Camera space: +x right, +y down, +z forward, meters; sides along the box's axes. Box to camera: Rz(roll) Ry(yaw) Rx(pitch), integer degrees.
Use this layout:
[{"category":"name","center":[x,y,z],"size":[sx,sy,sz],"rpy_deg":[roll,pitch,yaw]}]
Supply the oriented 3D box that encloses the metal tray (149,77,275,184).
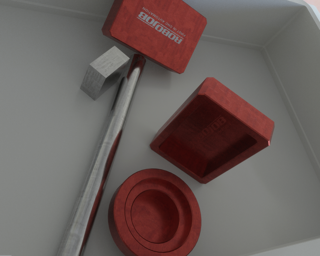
[{"category":"metal tray","center":[0.054,0.010,0.363],"size":[0.090,0.129,0.030],"rpy_deg":[35,51,-6]}]

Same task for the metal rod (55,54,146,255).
[{"category":"metal rod","center":[-0.061,0.020,0.361],"size":[0.025,0.025,0.300],"rpy_deg":[24,53,-14]}]

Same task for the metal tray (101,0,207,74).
[{"category":"metal tray","center":[-0.004,-0.143,0.433],"size":[0.131,0.030,0.090],"rpy_deg":[22,96,-36]}]

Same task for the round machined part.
[{"category":"round machined part","center":[-0.009,0.096,0.333],"size":[0.099,0.042,0.098],"rpy_deg":[14,56,-21]}]

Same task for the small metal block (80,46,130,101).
[{"category":"small metal block","center":[-0.071,-0.070,0.395],"size":[0.025,0.050,0.050],"rpy_deg":[41,51,-1]}]
